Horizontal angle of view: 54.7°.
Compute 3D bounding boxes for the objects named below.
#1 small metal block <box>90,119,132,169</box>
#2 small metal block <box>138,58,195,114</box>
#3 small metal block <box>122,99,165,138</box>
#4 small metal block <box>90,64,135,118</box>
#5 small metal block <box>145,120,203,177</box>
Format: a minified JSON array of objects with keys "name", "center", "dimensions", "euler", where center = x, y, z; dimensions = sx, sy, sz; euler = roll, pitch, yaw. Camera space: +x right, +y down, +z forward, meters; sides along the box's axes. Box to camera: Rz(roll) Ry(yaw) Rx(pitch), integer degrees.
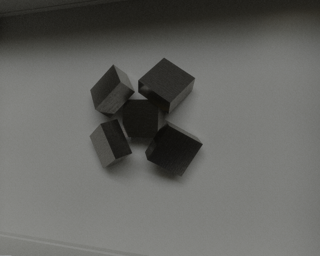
[{"name":"small metal block","center":[-0.068,0.022,0.420],"dimensions":[0.050,0.025,0.050],"euler":[-36,76,55]},{"name":"small metal block","center":[0.008,-0.054,0.393],"dimensions":[0.050,0.025,0.050],"euler":[37,64,16]},{"name":"small metal block","center":[-0.022,-0.012,0.415],"dimensions":[0.050,0.025,0.050],"euler":[2,91,20]},{"name":"small metal block","center":[-0.065,-0.050,0.418],"dimensions":[0.050,0.025,0.050],"euler":[-44,39,15]},{"name":"small metal block","center":[0.017,0.026,0.390],"dimensions":[0.050,0.025,0.050],"euler":[29,101,-17]}]
